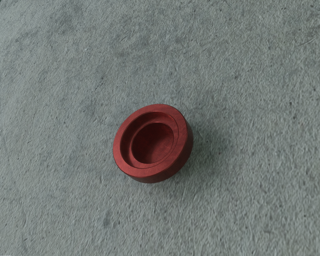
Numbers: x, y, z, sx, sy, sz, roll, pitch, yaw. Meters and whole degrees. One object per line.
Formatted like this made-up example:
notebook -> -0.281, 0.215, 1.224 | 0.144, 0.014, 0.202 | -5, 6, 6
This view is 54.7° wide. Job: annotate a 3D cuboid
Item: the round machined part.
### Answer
round machined part -> -0.005, 0.022, 0.382 | 0.098, 0.042, 0.098 | -13, 56, 20
